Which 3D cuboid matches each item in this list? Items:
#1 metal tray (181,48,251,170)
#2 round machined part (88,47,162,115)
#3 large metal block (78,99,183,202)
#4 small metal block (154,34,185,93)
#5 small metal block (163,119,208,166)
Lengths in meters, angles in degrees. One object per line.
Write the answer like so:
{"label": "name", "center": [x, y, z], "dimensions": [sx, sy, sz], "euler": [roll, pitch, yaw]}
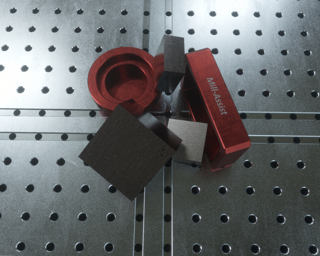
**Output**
{"label": "metal tray", "center": [0.063, -0.021, 0.386], "dimensions": [0.030, 0.090, 0.130], "euler": [-17, 71, -6]}
{"label": "round machined part", "center": [-0.045, -0.058, 0.423], "dimensions": [0.099, 0.042, 0.098], "euler": [0, 70, -1]}
{"label": "large metal block", "center": [-0.033, 0.024, 0.365], "dimensions": [0.080, 0.050, 0.080], "euler": [40, 106, 2]}
{"label": "small metal block", "center": [0.011, -0.078, 0.384], "dimensions": [0.025, 0.050, 0.050], "euler": [5, 68, -13]}
{"label": "small metal block", "center": [0.034, 0.018, 0.400], "dimensions": [0.050, 0.025, 0.050], "euler": [8, 74, 14]}
